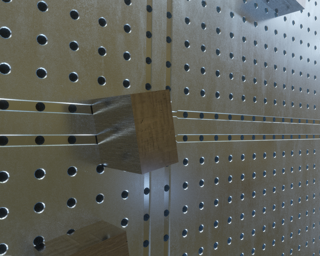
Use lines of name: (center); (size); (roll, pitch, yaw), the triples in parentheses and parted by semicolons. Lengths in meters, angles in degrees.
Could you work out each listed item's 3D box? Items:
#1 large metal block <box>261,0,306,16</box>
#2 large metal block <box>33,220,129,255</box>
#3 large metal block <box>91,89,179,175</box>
large metal block: (0.236, -0.273, 0.588); (0.080, 0.050, 0.080); (15, 80, -39)
large metal block: (-0.078, 0.155, 0.327); (0.081, 0.050, 0.080); (-11, 97, -39)
large metal block: (-0.030, 0.002, 0.348); (0.050, 0.080, 0.080); (-13, 99, -39)
